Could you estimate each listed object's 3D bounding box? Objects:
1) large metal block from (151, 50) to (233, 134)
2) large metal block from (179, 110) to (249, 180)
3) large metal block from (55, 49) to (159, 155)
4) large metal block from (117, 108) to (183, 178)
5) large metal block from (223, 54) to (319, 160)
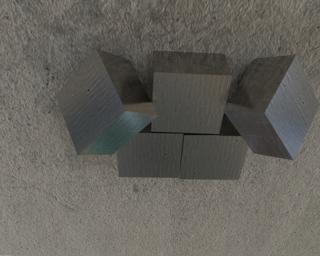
[{"bbox_3d":[0.032,-0.041,0.358,0.081,0.050,0.079,2,130,-2],"label":"large metal block"},{"bbox_3d":[0.067,0.023,0.411,0.081,0.050,0.079,1,130,-2],"label":"large metal block"},{"bbox_3d":[-0.061,-0.025,0.341,0.080,0.080,0.050,-39,155,28],"label":"large metal block"},{"bbox_3d":[-0.014,0.020,0.408,0.081,0.050,0.079,1,130,-2],"label":"large metal block"},{"bbox_3d":[0.127,-0.023,0.347,0.050,0.080,0.080,8,147,51],"label":"large metal block"}]
